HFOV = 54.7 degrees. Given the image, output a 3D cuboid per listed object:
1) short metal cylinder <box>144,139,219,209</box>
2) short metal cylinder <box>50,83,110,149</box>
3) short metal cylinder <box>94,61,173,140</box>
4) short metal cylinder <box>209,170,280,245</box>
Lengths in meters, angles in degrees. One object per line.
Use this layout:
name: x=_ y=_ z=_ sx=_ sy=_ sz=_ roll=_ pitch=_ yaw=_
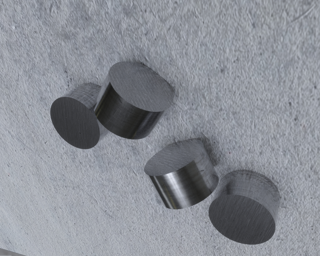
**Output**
short metal cylinder: x=0.027 y=0.056 z=0.392 sx=0.080 sy=0.080 sz=0.050 roll=-14 pitch=111 yaw=34
short metal cylinder: x=-0.104 y=-0.017 z=0.435 sx=0.080 sy=0.050 sz=0.079 roll=13 pitch=124 yaw=21
short metal cylinder: x=-0.032 y=-0.033 z=0.368 sx=0.080 sy=0.080 sz=0.050 roll=38 pitch=129 yaw=2
short metal cylinder: x=0.108 y=0.100 z=0.396 sx=0.080 sy=0.050 sz=0.079 roll=13 pitch=124 yaw=21
